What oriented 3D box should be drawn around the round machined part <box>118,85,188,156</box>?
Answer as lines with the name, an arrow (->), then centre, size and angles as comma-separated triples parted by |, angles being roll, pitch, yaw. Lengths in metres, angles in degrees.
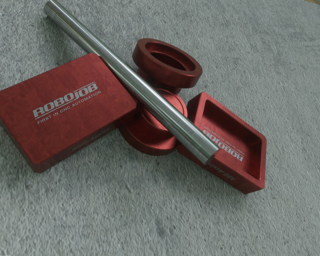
round machined part -> -0.004, -0.016, 0.403 | 0.099, 0.042, 0.098 | 14, 56, -21

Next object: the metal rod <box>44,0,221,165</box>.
metal rod -> -0.046, -0.067, 0.378 | 0.300, 0.025, 0.025 | 44, 50, 19

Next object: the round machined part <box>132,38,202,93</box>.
round machined part -> 0.006, -0.083, 0.434 | 0.099, 0.042, 0.098 | 20, 32, -13

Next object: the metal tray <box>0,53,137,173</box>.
metal tray -> -0.103, -0.022, 0.346 | 0.131, 0.030, 0.090 | -33, 77, -29

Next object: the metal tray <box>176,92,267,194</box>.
metal tray -> 0.089, 0.021, 0.423 | 0.130, 0.030, 0.090 | 33, 51, -20
